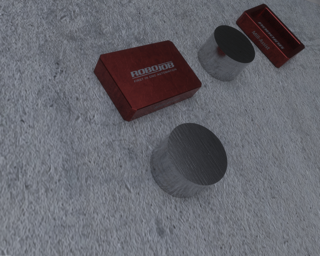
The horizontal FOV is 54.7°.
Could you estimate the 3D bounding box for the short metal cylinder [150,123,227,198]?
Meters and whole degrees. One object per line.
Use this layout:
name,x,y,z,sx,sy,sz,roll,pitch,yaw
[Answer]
short metal cylinder,0.035,0.040,0.382,0.081,0.050,0.080,14,56,-21

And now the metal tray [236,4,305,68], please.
metal tray,0.230,-0.193,0.642,0.091,0.030,0.130,-33,80,-38

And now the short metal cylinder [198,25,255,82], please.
short metal cylinder,0.112,-0.126,0.525,0.081,0.050,0.080,14,56,-21

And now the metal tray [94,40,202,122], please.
metal tray,-0.014,-0.071,0.436,0.131,0.030,0.090,-24,75,-36
